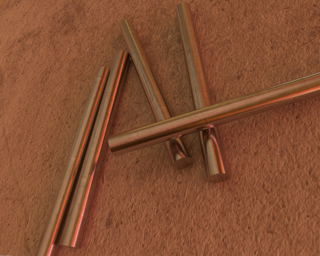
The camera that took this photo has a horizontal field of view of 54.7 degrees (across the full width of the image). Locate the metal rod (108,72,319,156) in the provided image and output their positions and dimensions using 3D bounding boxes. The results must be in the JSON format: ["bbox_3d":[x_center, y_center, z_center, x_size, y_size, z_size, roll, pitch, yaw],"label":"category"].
[{"bbox_3d":[0.087,-0.022,0.345,0.301,0.025,0.025,-17,55,8],"label":"metal rod"}]

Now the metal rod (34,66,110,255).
[{"bbox_3d":[-0.117,0.038,0.441,0.025,0.025,0.300,-3,60,27],"label":"metal rod"}]

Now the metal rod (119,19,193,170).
[{"bbox_3d":[-0.016,-0.069,0.454,0.025,0.025,0.299,-29,52,10],"label":"metal rod"}]

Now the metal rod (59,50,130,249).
[{"bbox_3d":[-0.085,0.012,0.441,0.025,0.025,0.300,-4,60,26],"label":"metal rod"}]

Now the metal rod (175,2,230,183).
[{"bbox_3d":[0.050,-0.069,0.419,0.025,0.025,0.299,-18,54,18],"label":"metal rod"}]
